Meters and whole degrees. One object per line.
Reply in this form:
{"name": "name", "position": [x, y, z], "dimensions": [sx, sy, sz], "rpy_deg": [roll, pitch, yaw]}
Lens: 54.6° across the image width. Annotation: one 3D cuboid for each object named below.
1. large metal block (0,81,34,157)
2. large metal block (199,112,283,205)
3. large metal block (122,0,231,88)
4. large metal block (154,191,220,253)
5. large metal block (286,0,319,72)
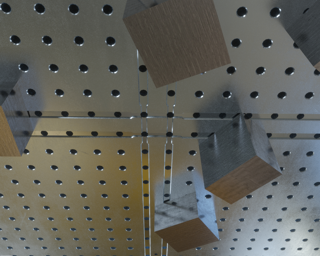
{"name": "large metal block", "position": [-0.215, -0.011, 0.384], "dimensions": [0.080, 0.050, 0.080], "rpy_deg": [1, 130, -1]}
{"name": "large metal block", "position": [0.101, 0.040, 0.410], "dimensions": [0.050, 0.080, 0.080], "rpy_deg": [34, 122, -25]}
{"name": "large metal block", "position": [0.018, -0.097, 0.312], "dimensions": [0.080, 0.050, 0.080], "rpy_deg": [-17, 128, 14]}
{"name": "large metal block", "position": [0.046, 0.164, 0.535], "dimensions": [0.080, 0.050, 0.080], "rpy_deg": [-24, 126, 19]}
{"name": "large metal block", "position": [0.181, -0.094, 0.297], "dimensions": [0.050, 0.080, 0.080], "rpy_deg": [30, 124, -23]}
